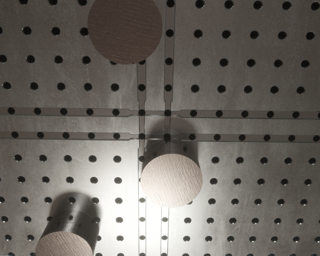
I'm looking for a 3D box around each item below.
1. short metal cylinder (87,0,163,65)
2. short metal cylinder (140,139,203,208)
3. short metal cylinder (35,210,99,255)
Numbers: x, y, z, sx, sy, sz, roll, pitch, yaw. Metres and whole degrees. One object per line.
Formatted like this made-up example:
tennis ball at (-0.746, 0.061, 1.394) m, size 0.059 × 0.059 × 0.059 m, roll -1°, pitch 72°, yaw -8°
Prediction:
short metal cylinder at (-0.038, -0.117, 0.356) m, size 0.081 × 0.050 × 0.079 m, roll 0°, pitch 110°, yaw -1°
short metal cylinder at (0.015, 0.061, 0.423) m, size 0.081 × 0.050 × 0.079 m, roll 0°, pitch 110°, yaw -1°
short metal cylinder at (-0.136, 0.170, 0.461) m, size 0.081 × 0.050 × 0.079 m, roll 0°, pitch 110°, yaw -1°
